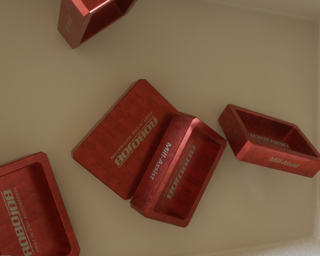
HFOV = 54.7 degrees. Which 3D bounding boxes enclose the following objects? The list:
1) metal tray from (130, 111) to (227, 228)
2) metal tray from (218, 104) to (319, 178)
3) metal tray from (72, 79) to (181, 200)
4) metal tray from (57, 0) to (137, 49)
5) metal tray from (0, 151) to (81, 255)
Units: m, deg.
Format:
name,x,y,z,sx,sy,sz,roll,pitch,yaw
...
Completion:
name,x,y,z,sx,sy,sz,roll,pitch,yaw
metal tray,0.028,0.055,0.395,0.090,0.030,0.130,33,82,-45
metal tray,0.154,0.017,0.435,0.131,0.090,0.030,15,123,-20
metal tray,-0.036,0.013,0.396,0.090,0.030,0.130,44,76,-15
metal tray,-0.061,-0.135,0.332,0.090,0.130,0.030,-40,103,-16
metal tray,-0.147,0.100,0.329,0.091,0.030,0.129,-25,100,-53
